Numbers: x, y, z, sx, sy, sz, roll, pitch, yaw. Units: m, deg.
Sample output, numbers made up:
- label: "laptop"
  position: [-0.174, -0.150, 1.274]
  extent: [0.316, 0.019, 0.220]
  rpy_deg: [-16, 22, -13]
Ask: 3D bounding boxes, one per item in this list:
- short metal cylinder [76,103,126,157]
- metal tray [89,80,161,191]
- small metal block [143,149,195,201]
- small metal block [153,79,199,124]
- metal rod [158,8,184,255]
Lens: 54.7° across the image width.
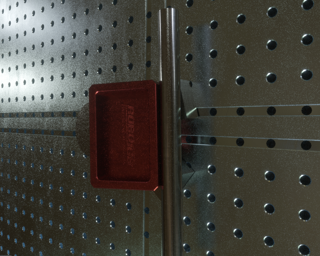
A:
- label: "short metal cylinder"
  position: [-0.079, 0.002, 0.454]
  extent: [0.080, 0.050, 0.079]
  rpy_deg: [0, 90, 39]
- label: "metal tray"
  position: [-0.041, 0.009, 0.386]
  extent: [0.090, 0.030, 0.129]
  rpy_deg: [-1, 89, 20]
- label: "small metal block"
  position: [0.008, 0.059, 0.400]
  extent: [0.050, 0.025, 0.050]
  rpy_deg: [46, 117, 29]
- label: "small metal block"
  position: [0.016, -0.029, 0.394]
  extent: [0.050, 0.025, 0.050]
  rpy_deg: [-19, 78, 38]
- label: "metal rod"
  position: [0.013, 0.012, 0.364]
  extent: [0.025, 0.025, 0.298]
  rpy_deg: [-2, 89, 39]
